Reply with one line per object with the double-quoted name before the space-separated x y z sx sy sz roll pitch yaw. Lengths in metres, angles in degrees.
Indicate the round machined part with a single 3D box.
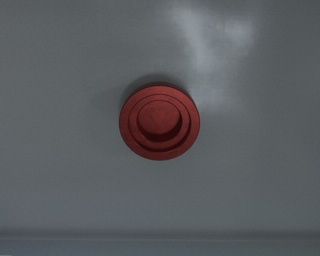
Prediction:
"round machined part" -0.001 -0.011 0.395 0.099 0.042 0.097 0 110 0
